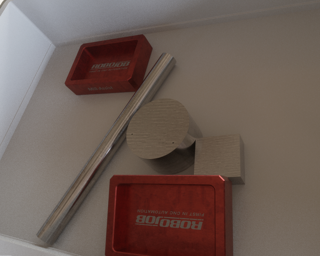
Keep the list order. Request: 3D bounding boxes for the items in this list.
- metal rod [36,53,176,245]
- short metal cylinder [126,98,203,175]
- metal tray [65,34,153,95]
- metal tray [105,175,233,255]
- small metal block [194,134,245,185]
[{"bbox_3d":[-0.066,0.019,0.427,0.025,0.025,0.300,24,74,36],"label":"metal rod"},{"bbox_3d":[0.007,0.011,0.378,0.080,0.050,0.080,-13,56,21],"label":"short metal cylinder"},{"bbox_3d":[-0.084,-0.102,0.507,0.130,0.030,0.090,0,62,27],"label":"metal tray"},{"bbox_3d":[0.007,0.095,0.323,0.130,0.030,0.090,-4,76,25],"label":"metal tray"},{"bbox_3d":[0.067,0.036,0.347,0.050,0.025,0.050,-7,59,23],"label":"small metal block"}]
